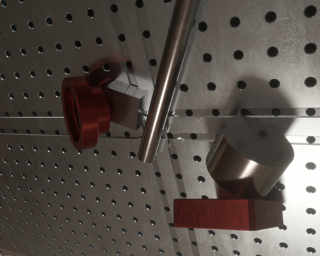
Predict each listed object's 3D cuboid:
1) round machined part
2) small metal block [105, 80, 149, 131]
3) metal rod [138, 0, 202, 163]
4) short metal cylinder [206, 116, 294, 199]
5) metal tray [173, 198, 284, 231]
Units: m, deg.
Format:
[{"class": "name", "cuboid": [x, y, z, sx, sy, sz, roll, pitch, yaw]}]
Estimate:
[{"class": "round machined part", "cuboid": [-0.098, -0.021, 0.417, 0.098, 0.042, 0.097, 32, 128, 54]}, {"class": "small metal block", "cuboid": [-0.046, -0.031, 0.415, 0.050, 0.025, 0.050, 20, 126, 15]}, {"class": "metal rod", "cuboid": [0.013, -0.074, 0.357, 0.025, 0.025, 0.298, 25, 127, 12]}, {"class": "short metal cylinder", "cuboid": [0.097, 0.031, 0.343, 0.080, 0.080, 0.050, 27, 128, 11]}, {"class": "metal tray", "cuboid": [0.086, 0.102, 0.368, 0.090, 0.131, 0.030, -8, 73, 31]}]
